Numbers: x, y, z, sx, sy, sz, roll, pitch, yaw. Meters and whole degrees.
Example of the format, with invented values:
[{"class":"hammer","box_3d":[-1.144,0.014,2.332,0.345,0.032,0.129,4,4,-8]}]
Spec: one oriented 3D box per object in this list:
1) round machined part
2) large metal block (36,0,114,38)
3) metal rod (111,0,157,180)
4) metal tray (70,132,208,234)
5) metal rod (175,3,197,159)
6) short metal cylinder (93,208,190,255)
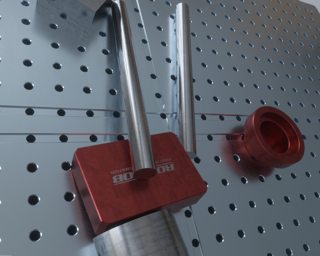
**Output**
[{"class":"round machined part","box_3d":[0.171,0.018,0.481,0.099,0.042,0.098,14,56,-21]},{"class":"large metal block","box_3d":[-0.117,-0.191,0.447,0.080,0.050,0.080,31,52,-9]},{"class":"metal rod","box_3d":[-0.040,-0.072,0.406,0.025,0.025,0.299,7,51,-25]},{"class":"metal tray","box_3d":[-0.022,0.056,0.349,0.131,0.030,0.090,-10,55,-33]},{"class":"metal rod","box_3d":[0.038,-0.091,0.485,0.025,0.025,0.299,15,56,-21]},{"class":"short metal cylinder","box_3d":[-0.017,0.116,0.294,0.081,0.080,0.050,-10,67,-33]}]
